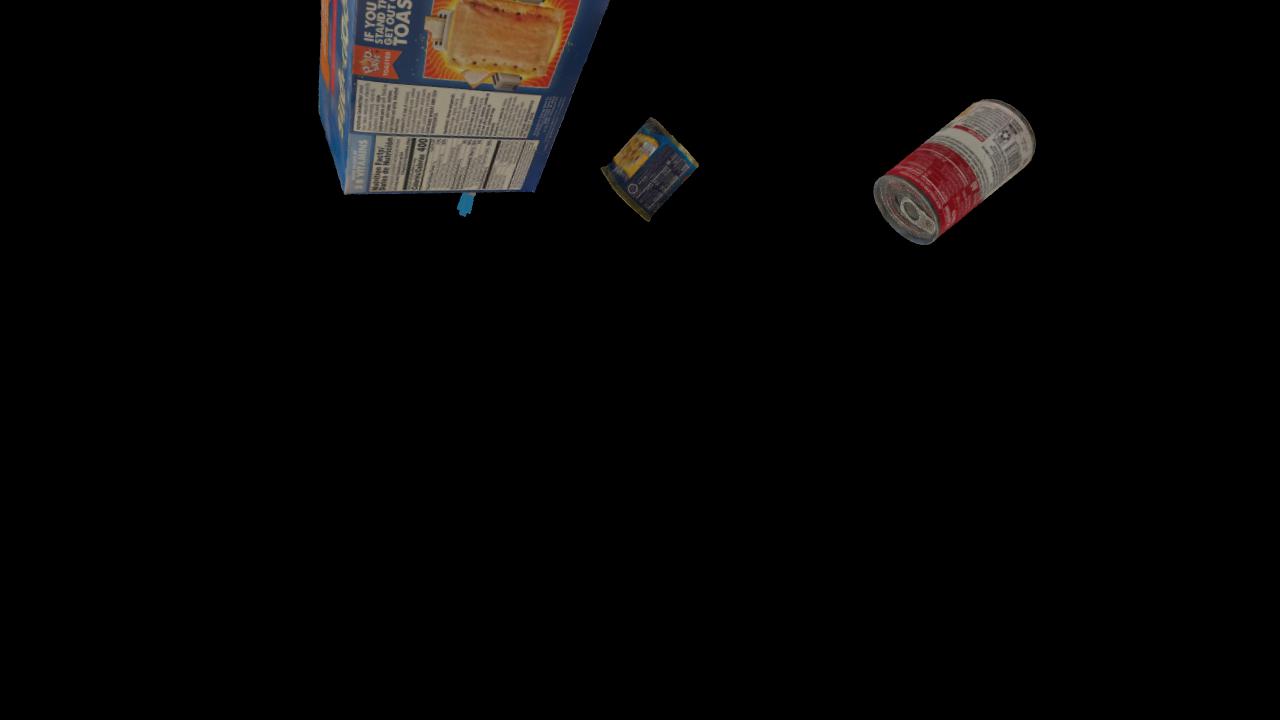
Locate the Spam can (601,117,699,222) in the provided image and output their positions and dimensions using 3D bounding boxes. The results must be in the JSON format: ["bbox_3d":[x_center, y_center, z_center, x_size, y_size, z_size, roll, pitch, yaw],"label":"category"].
[{"bbox_3d":[0.010,-0.219,0.700,0.058,0.085,0.101,34,19,-35],"label":"Spam can"}]

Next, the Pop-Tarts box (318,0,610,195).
[{"bbox_3d":[-0.120,-0.194,0.391,0.141,0.083,0.167,-12,-25,-33],"label":"Pop-Tarts box"}]

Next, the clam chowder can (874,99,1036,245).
[{"bbox_3d":[0.251,-0.151,0.493,0.102,0.068,0.068,-39,1,-1],"label":"clam chowder can"}]

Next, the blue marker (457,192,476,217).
[{"bbox_3d":[-0.215,-0.247,0.805,0.020,0.121,0.020,18,4,-1],"label":"blue marker"}]
